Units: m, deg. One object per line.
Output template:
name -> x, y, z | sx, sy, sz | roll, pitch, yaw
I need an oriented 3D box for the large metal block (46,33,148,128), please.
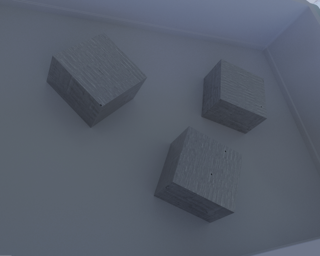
large metal block -> -0.078, -0.061, 0.385 | 0.080, 0.050, 0.080 | 46, 51, 4

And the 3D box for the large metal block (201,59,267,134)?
large metal block -> 0.114, -0.048, 0.480 | 0.080, 0.050, 0.080 | 20, 54, -16

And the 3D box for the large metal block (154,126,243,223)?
large metal block -> 0.049, 0.058, 0.381 | 0.080, 0.050, 0.080 | 28, 52, -11

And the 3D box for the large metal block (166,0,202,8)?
large metal block -> 0.040, -0.280, 0.584 | 0.081, 0.050, 0.080 | -26, 76, -37
